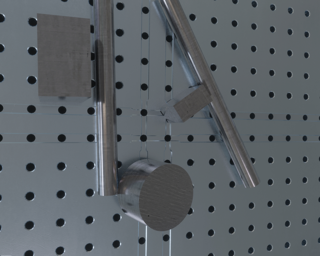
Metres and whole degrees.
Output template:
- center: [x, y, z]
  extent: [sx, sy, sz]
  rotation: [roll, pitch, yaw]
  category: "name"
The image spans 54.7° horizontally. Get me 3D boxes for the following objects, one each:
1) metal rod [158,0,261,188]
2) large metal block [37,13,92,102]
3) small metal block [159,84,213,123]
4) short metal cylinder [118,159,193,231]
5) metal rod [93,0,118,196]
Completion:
- center: [0.073, -0.049, 0.439]
  extent: [0.025, 0.025, 0.299]
  rotation: [-30, 100, -18]
  category: "metal rod"
- center: [-0.108, -0.071, 0.344]
  extent: [0.050, 0.080, 0.079]
  rotation: [-1, 91, -20]
  category: "large metal block"
- center: [0.034, -0.031, 0.412]
  extent: [0.050, 0.050, 0.025]
  rotation: [-36, 102, -16]
  category: "small metal block"
- center: [-0.005, 0.081, 0.387]
  extent: [0.081, 0.050, 0.079]
  rotation: [-2, 93, -36]
  category: "short metal cylinder"
- center: [-0.068, -0.067, 0.387]
  extent: [0.025, 0.025, 0.298]
  rotation: [-2, 91, -20]
  category: "metal rod"
